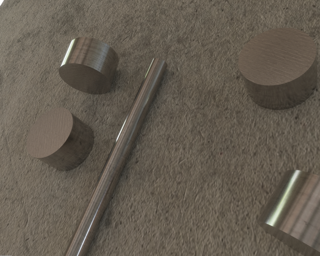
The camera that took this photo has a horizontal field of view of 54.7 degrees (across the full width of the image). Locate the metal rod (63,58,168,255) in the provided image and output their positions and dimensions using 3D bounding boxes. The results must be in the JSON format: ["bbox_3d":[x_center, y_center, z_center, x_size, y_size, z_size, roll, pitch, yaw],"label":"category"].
[{"bbox_3d":[-0.053,0.034,0.410,0.025,0.025,0.300,9,66,32],"label":"metal rod"}]

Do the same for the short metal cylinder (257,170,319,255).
[{"bbox_3d":[0.129,0.077,0.254,0.080,0.080,0.050,25,76,37],"label":"short metal cylinder"}]

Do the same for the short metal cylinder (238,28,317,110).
[{"bbox_3d":[0.137,-0.068,0.358,0.080,0.050,0.080,-13,56,21],"label":"short metal cylinder"}]

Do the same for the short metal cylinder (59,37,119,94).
[{"bbox_3d":[-0.110,-0.095,0.485,0.080,0.080,0.050,-2,61,27],"label":"short metal cylinder"}]

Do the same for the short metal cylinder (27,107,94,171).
[{"bbox_3d":[-0.145,0.017,0.453,0.080,0.050,0.080,-13,56,21],"label":"short metal cylinder"}]
